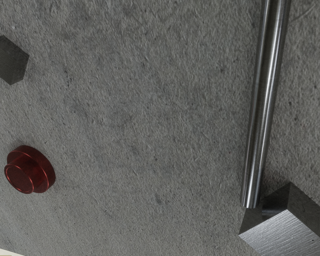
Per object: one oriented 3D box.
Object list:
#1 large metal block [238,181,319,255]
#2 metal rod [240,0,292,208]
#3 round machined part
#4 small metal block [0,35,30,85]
[{"bbox_3d":[0.160,0.127,0.385,0.080,0.050,0.080,41,129,0],"label":"large metal block"},{"bbox_3d":[0.110,-0.032,0.328,0.025,0.025,0.298,11,123,22],"label":"metal rod"},{"bbox_3d":[-0.249,0.084,0.579,0.098,0.042,0.097,13,124,21],"label":"round machined part"},{"bbox_3d":[-0.230,-0.101,0.465,0.050,0.025,0.050,39,129,2],"label":"small metal block"}]
